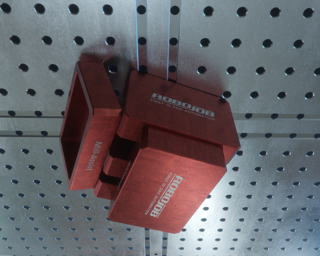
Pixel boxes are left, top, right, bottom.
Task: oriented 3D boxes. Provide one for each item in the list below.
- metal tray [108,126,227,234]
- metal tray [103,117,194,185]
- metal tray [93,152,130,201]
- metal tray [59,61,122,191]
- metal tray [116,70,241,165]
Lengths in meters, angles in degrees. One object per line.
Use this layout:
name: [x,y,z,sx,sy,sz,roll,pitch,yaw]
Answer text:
metal tray: [0.003,0.064,0.343,0.091,0.030,0.129,16,128,-13]
metal tray: [0.000,0.029,0.392,0.131,0.090,0.030,15,127,-14]
metal tray: [-0.017,0.062,0.421,0.131,0.090,0.030,16,128,-14]
metal tray: [-0.087,0.000,0.364,0.030,0.090,0.129,1,134,-30]
metal tray: [0.021,-0.013,0.356,0.131,0.090,0.030,16,129,-13]
